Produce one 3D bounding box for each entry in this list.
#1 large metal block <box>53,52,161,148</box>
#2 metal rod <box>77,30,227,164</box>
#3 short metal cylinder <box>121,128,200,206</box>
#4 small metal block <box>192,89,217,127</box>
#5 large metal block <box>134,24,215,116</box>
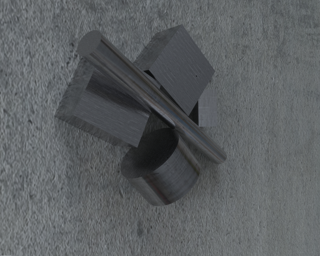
[{"bbox_3d":[-0.056,-0.032,0.343,0.080,0.050,0.080,31,71,-36],"label":"large metal block"},{"bbox_3d":[0.017,-0.012,0.367,0.301,0.025,0.025,37,66,-51],"label":"metal rod"},{"bbox_3d":[0.001,0.045,0.370,0.080,0.080,0.050,-51,121,-27],"label":"short metal cylinder"},{"bbox_3d":[0.062,-0.027,0.438,0.025,0.050,0.050,-1,92,-4],"label":"small metal block"},{"bbox_3d":[0.015,-0.071,0.399,0.080,0.050,0.080,47,62,-30],"label":"large metal block"}]
